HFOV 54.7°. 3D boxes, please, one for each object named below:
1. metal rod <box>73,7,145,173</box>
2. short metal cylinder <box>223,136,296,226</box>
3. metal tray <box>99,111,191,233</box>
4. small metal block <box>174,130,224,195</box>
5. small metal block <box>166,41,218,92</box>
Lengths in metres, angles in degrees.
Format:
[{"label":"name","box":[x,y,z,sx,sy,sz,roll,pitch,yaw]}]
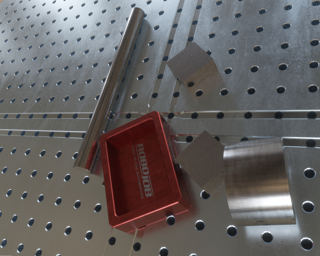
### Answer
[{"label":"metal rod","box":[-0.073,-0.074,0.490,0.025,0.025,0.300,0,62,28]},{"label":"short metal cylinder","box":[0.095,0.050,0.292,0.050,0.080,0.080,-10,58,22]},{"label":"metal tray","box":[-0.024,0.051,0.384,0.090,0.030,0.130,-24,53,13]},{"label":"small metal block","box":[0.054,0.039,0.355,0.050,0.025,0.050,-44,51,-2]},{"label":"small metal block","box":[0.045,-0.087,0.437,0.050,0.025,0.050,-37,51,3]}]
